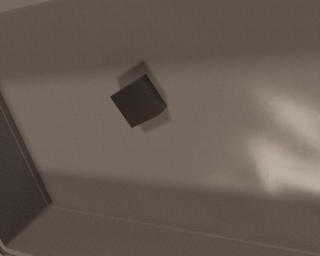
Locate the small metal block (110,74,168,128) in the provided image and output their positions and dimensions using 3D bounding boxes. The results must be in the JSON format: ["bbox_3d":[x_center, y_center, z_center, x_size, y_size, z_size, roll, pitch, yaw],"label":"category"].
[{"bbox_3d":[-0.027,-0.034,0.401,0.050,0.025,0.050,-24,106,36],"label":"small metal block"}]
